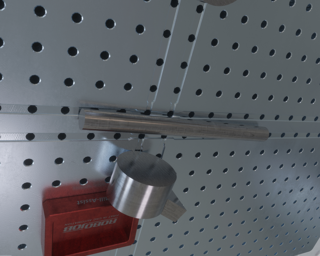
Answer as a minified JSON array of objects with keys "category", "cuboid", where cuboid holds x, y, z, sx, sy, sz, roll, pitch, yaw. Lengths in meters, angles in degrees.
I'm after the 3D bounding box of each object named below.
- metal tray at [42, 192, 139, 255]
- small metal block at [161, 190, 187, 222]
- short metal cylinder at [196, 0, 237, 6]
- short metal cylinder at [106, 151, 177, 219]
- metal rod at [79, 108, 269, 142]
[{"category":"metal tray","cuboid":[-0.096,0.137,0.440,0.131,0.030,0.089,-3,120,-27]},{"category":"small metal block","cuboid":[0.006,0.107,0.465,0.025,0.050,0.050,-46,129,4]},{"category":"short metal cylinder","cuboid":[0.053,-0.172,0.318,0.081,0.050,0.079,-14,124,-21]},{"category":"short metal cylinder","cuboid":[-0.024,0.072,0.407,0.081,0.080,0.050,7,115,-32]},{"category":"metal rod","cuboid":[0.040,0.000,0.432,0.302,0.025,0.025,4,116,-31]}]
